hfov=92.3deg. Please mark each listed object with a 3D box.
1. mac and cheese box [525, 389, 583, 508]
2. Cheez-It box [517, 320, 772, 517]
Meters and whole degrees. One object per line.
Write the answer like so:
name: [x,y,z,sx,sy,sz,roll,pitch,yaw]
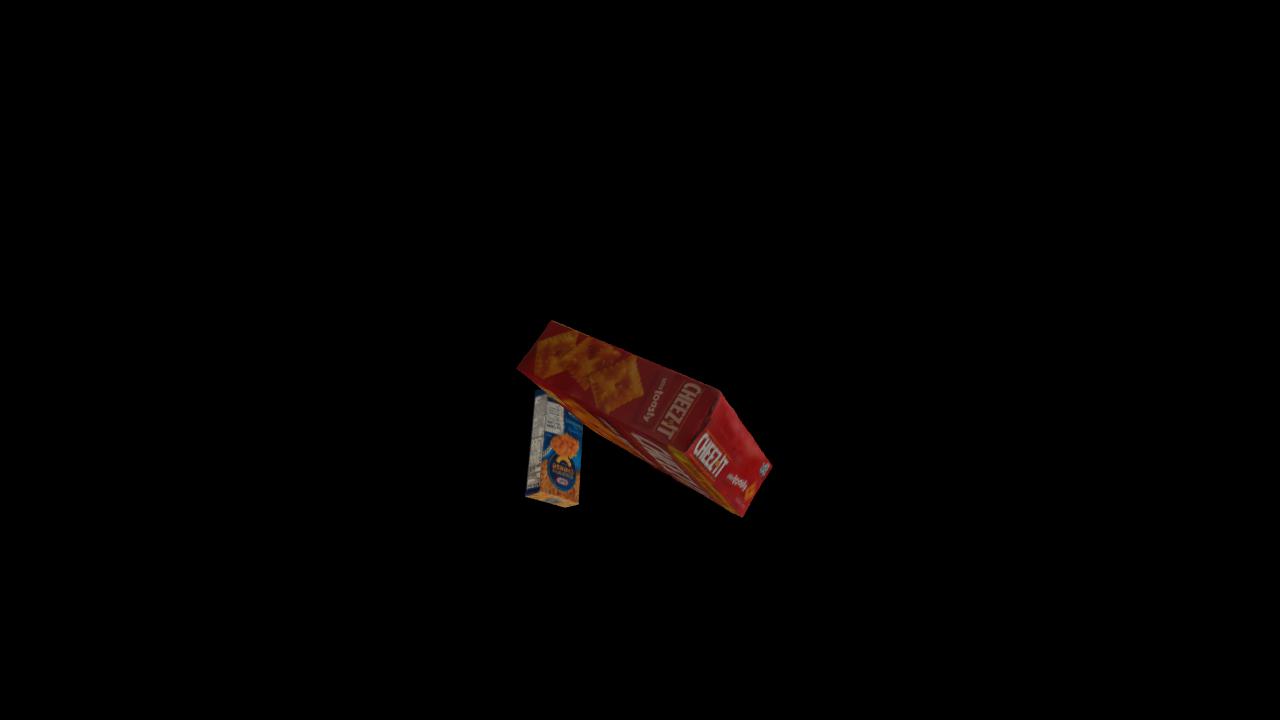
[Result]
mac and cheese box: [-0.140,0.145,1.030,0.041,0.184,0.093,-19,-33,32]
Cheez-It box: [0.006,0.056,0.616,0.223,0.071,0.166,23,-16,37]
